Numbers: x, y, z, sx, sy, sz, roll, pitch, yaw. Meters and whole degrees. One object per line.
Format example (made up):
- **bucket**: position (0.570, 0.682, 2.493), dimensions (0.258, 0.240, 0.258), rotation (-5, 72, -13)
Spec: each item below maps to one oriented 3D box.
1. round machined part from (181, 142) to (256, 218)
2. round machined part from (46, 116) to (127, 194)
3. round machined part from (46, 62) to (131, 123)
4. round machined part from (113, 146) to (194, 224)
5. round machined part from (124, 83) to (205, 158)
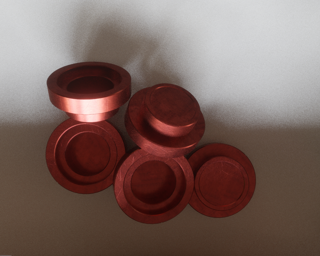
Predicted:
- **round machined part**: position (0.076, 0.068, 0.402), dimensions (0.099, 0.042, 0.097), rotation (0, 90, -1)
- **round machined part**: position (-0.091, 0.032, 0.399), dimensions (0.099, 0.042, 0.097), rotation (0, 90, -1)
- **round machined part**: position (-0.085, -0.043, 0.382), dimensions (0.099, 0.098, 0.042), rotation (3, 126, -1)
- **round machined part**: position (-0.010, 0.066, 0.390), dimensions (0.099, 0.042, 0.097), rotation (-2, 96, -13)
- **round machined part**: position (0.010, -0.016, 0.374), dimensions (0.099, 0.042, 0.098), rotation (11, 49, -13)
